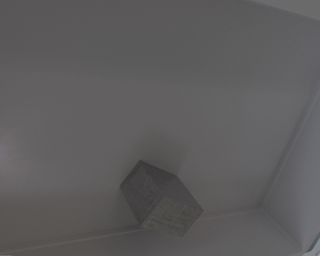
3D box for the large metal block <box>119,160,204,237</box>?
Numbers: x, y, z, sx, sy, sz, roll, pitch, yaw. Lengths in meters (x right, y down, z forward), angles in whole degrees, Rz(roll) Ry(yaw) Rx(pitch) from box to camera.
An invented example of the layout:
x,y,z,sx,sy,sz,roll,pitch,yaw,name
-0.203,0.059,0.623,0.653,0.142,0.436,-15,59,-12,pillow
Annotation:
x,y,z,sx,sy,sz,roll,pitch,yaw,name
0.001,0.099,0.435,0.080,0.080,0.050,29,102,-38,large metal block
